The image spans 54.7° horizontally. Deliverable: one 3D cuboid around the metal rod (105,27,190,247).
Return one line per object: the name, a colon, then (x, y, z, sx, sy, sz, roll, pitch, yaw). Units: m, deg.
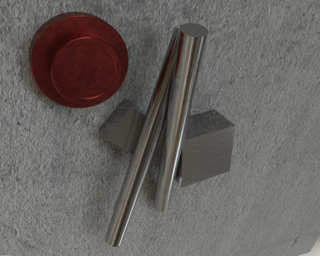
metal rod: (-0.019, 0.028, 0.382, 0.025, 0.025, 0.298, 6, 116, -31)

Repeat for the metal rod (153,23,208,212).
metal rod: (0.016, 0.017, 0.379, 0.025, 0.025, 0.298, -15, 140, -21)

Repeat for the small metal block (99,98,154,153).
small metal block: (-0.038, -0.001, 0.387, 0.050, 0.025, 0.050, 35, 99, -39)

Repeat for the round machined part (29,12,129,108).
round machined part: (-0.078, -0.063, 0.315, 0.099, 0.042, 0.097, -14, 125, -21)

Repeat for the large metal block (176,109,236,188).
large metal block: (0.055, 0.028, 0.440, 0.081, 0.050, 0.079, -15, 125, -20)
